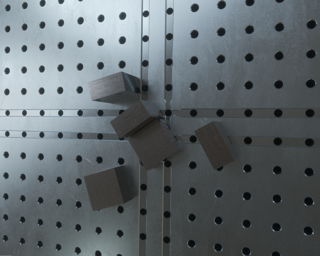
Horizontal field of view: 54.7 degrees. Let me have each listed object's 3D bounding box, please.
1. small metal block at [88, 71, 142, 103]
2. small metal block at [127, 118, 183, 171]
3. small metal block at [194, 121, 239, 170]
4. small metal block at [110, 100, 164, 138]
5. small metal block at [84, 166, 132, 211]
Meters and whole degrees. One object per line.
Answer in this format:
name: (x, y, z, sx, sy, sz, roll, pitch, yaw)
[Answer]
small metal block: (-0.060, -0.054, 0.419, 0.050, 0.050, 0.025, -14, 86, 19)
small metal block: (-0.006, 0.022, 0.414, 0.050, 0.025, 0.050, -35, 79, 16)
small metal block: (0.069, 0.020, 0.374, 0.025, 0.050, 0.050, -29, 81, 17)
small metal block: (-0.029, -0.011, 0.409, 0.050, 0.050, 0.025, -35, 79, 16)
small metal block: (-0.074, 0.085, 0.437, 0.050, 0.025, 0.050, -18, 84, 18)
